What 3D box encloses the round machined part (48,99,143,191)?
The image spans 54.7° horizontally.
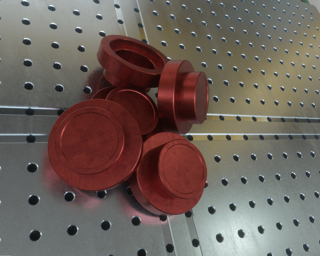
[{"bbox_3d":[-0.068,0.016,0.321,0.099,0.042,0.098,0,78,2],"label":"round machined part"}]

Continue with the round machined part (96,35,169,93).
[{"bbox_3d":[-0.037,-0.081,0.414,0.099,0.042,0.098,19,33,-13],"label":"round machined part"}]

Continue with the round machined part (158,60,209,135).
[{"bbox_3d":[0.036,-0.040,0.404,0.042,0.098,0.098,4,49,23],"label":"round machined part"}]

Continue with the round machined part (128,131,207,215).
[{"bbox_3d":[0.016,0.051,0.360,0.099,0.042,0.098,12,67,-31],"label":"round machined part"}]

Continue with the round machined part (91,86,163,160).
[{"bbox_3d":[-0.041,-0.013,0.383,0.099,0.042,0.098,14,56,-21],"label":"round machined part"}]
